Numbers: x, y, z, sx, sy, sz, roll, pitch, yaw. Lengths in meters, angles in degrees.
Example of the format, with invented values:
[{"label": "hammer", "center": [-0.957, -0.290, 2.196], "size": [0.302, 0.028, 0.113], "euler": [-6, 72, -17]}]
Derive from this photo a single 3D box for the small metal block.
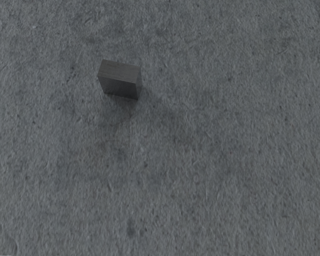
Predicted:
[{"label": "small metal block", "center": [-0.052, -0.064, 0.418], "size": [0.050, 0.050, 0.025], "euler": [12, 71, 4]}]
